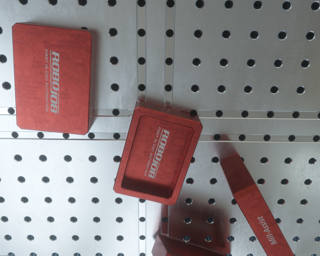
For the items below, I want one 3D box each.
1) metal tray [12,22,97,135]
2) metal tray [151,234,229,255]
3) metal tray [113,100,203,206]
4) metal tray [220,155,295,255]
[{"bbox_3d":[-0.130,-0.060,0.387,0.091,0.030,0.129,6,110,-3],"label":"metal tray"},{"bbox_3d":[0.058,0.199,0.450,0.131,0.090,0.030,20,84,-8],"label":"metal tray"},{"bbox_3d":[-0.005,0.036,0.424,0.091,0.030,0.129,15,109,-6],"label":"metal tray"},{"bbox_3d":[0.131,0.110,0.421,0.030,0.090,0.130,-29,108,10],"label":"metal tray"}]
